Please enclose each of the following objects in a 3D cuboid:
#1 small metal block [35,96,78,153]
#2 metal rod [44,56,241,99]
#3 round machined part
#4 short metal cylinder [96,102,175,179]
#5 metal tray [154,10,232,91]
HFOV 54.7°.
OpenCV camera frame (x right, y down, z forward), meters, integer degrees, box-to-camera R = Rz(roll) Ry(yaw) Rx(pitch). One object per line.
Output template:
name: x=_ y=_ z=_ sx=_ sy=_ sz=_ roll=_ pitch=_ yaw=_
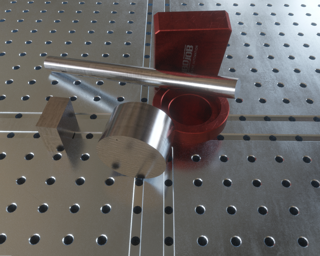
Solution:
small metal block: x=-0.129 y=-0.004 z=0.393 sx=0.025 sy=0.050 sz=0.050 roll=6 pitch=50 yaw=4
metal rod: x=-0.042 y=-0.074 z=0.428 sx=0.301 sy=0.025 sz=0.025 roll=12 pitch=50 yaw=25
round machined part: x=0.039 y=-0.018 z=0.412 sx=0.099 sy=0.042 sz=0.098 roll=1 pitch=50 yaw=0
short metal cylinder: x=-0.027 y=0.016 z=0.359 sx=0.080 sy=0.080 sz=0.050 roll=10 pitch=51 yaw=8
metal tray: x=0.037 y=-0.099 z=0.420 sx=0.091 sy=0.130 sz=0.030 roll=-3 pitch=65 yaw=-3
